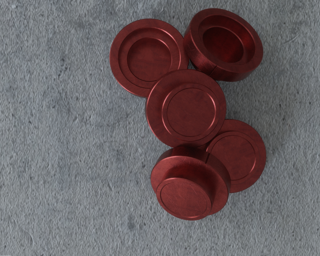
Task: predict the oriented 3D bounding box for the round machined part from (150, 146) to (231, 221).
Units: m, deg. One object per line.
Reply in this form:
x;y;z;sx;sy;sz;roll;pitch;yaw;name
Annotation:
0.034;0.074;0.378;0.098;0.042;0.097;11;125;16;round machined part

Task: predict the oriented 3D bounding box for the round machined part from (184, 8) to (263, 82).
0.075;-0.099;0.390;0.099;0.042;0.098;8;63;-16;round machined part

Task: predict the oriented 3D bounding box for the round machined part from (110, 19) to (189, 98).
-0.013;-0.087;0.402;0.099;0.042;0.097;0;90;-1;round machined part

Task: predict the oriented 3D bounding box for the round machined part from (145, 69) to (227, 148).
0.033;-0.021;0.370;0.099;0.042;0.097;-2;101;-8;round machined part

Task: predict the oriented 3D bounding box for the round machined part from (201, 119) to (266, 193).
0.090;0.037;0.404;0.099;0.042;0.097;0;90;-1;round machined part
